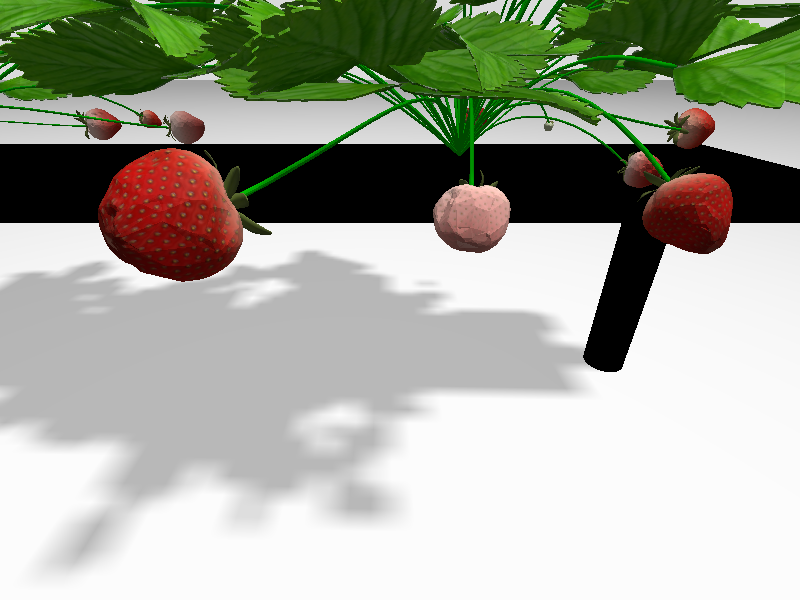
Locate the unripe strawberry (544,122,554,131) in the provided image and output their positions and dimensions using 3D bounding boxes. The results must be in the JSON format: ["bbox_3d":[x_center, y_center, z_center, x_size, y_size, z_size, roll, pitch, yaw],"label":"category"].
[{"bbox_3d":[0.173,-0.201,0.465,0.011,0.010,0.010,22,37,33],"label":"unripe strawberry"}]

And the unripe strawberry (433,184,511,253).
[{"bbox_3d":[0.027,-0.029,0.152,0.029,0.026,0.026,3,-39,5],"label":"unripe strawberry"}]

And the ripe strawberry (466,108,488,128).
[{"bbox_3d":[0.081,-0.198,0.438,0.032,0.027,0.032,7,30,12],"label":"ripe strawberry"}]

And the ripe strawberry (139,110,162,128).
[{"bbox_3d":[-0.294,-0.213,0.473,0.023,0.019,0.023,18,9,28],"label":"ripe strawberry"}]

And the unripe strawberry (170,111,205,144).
[{"bbox_3d":[-0.206,-0.168,0.390,0.030,0.030,0.028,-10,32,-18],"label":"unripe strawberry"}]

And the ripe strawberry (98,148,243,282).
[{"bbox_3d":[-0.074,-0.026,0.130,0.037,0.042,0.040,15,34,25],"label":"ripe strawberry"}]

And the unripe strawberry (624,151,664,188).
[{"bbox_3d":[0.145,-0.077,0.238,0.018,0.021,0.020,-24,45,-35],"label":"unripe strawberry"}]

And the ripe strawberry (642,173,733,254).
[{"bbox_3d":[0.115,-0.033,0.158,0.029,0.031,0.030,-9,-26,-16],"label":"ripe strawberry"}]

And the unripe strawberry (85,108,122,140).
[{"bbox_3d":[-0.294,-0.174,0.398,0.029,0.029,0.032,-21,36,-32],"label":"unripe strawberry"}]

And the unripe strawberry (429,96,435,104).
[{"bbox_3d":[0.043,-0.270,0.543,0.011,0.011,0.010,-1,30,-1],"label":"unripe strawberry"}]

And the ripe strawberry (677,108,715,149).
[{"bbox_3d":[0.268,-0.155,0.363,0.035,0.034,0.032,-5,31,-10],"label":"ripe strawberry"}]
